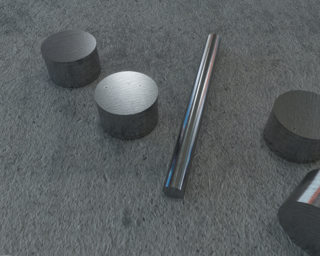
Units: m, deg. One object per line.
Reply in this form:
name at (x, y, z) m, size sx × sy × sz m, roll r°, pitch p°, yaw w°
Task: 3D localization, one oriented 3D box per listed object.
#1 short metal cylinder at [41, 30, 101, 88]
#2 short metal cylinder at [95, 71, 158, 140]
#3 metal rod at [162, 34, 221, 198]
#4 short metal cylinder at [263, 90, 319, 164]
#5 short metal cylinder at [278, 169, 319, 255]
short metal cylinder at (-0.135, -0.107, 0.476) m, size 0.081 × 0.050 × 0.080 m, roll 0°, pitch 50°, yaw 0°
short metal cylinder at (-0.042, -0.030, 0.412) m, size 0.081 × 0.050 × 0.080 m, roll 0°, pitch 50°, yaw 0°
metal rod at (0.053, -0.039, 0.436) m, size 0.025 × 0.025 × 0.300 m, roll 12°, pitch 51°, yaw 9°
short metal cylinder at (0.177, -0.002, 0.390) m, size 0.081 × 0.050 × 0.080 m, roll 0°, pitch 50°, yaw 0°
short metal cylinder at (0.164, 0.086, 0.297) m, size 0.080 × 0.080 × 0.050 m, roll 37°, pitch 59°, yaw 27°
